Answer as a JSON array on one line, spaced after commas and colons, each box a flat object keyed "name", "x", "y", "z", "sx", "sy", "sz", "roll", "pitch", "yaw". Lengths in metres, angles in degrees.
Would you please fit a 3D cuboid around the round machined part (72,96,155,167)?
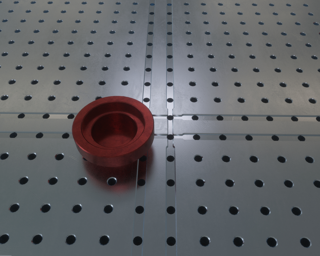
[{"name": "round machined part", "x": -0.056, "y": 0.008, "z": 0.389, "sx": 0.099, "sy": 0.042, "sz": 0.098, "roll": 0, "pitch": 50, "yaw": 0}]
